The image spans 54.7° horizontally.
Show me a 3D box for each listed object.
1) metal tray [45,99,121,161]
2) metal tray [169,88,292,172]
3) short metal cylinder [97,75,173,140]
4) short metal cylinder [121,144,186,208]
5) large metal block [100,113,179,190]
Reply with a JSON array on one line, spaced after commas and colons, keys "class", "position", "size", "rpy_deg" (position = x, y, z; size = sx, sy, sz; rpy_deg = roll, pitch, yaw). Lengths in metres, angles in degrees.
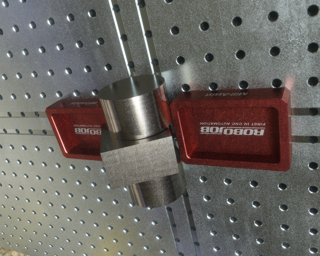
[{"class": "metal tray", "position": [-0.100, 0.004, 0.463], "size": [0.130, 0.030, 0.089], "rpy_deg": [1, 119, 27]}, {"class": "metal tray", "position": [0.083, 0.002, 0.365], "size": [0.130, 0.030, 0.089], "rpy_deg": [1, 119, 27]}, {"class": "short metal cylinder", "position": [-0.029, -0.027, 0.374], "size": [0.080, 0.080, 0.050], "rpy_deg": [2, 119, 27]}, {"class": "short metal cylinder", "position": [-0.008, 0.061, 0.417], "size": [0.080, 0.080, 0.050], "rpy_deg": [2, 119, 27]}, {"class": "large metal block", "position": [-0.027, 0.024, 0.386], "size": [0.080, 0.080, 0.050], "rpy_deg": [-13, 116, -4]}]
